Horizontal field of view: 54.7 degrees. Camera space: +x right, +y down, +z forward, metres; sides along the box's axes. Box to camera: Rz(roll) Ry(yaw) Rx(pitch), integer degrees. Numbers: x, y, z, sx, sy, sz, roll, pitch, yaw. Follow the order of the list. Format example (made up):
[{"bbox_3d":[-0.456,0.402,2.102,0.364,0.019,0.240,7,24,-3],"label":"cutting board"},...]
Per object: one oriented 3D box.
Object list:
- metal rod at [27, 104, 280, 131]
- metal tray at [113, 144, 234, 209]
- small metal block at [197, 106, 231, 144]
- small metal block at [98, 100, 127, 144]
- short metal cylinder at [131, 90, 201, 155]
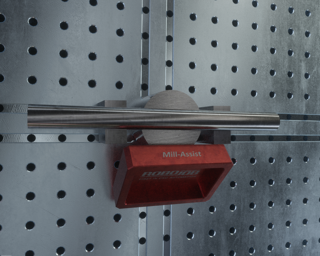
[{"bbox_3d":[0.010,-0.010,0.363,0.302,0.025,0.025,1,90,-20],"label":"metal rod"},{"bbox_3d":[0.014,0.060,0.386,0.131,0.089,0.030,0,47,-20],"label":"metal tray"},{"bbox_3d":[0.072,-0.004,0.426,0.025,0.050,0.050,-1,91,-20],"label":"small metal block"},{"bbox_3d":[-0.059,-0.007,0.378,0.025,0.050,0.050,-1,91,-20],"label":"small metal block"},{"bbox_3d":[0.007,-0.007,0.401,0.081,0.050,0.080,0,90,-20],"label":"short metal cylinder"}]
